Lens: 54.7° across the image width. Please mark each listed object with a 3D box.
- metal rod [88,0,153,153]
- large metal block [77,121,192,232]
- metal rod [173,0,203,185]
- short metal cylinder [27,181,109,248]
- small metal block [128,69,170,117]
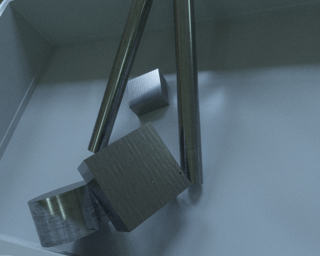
[{"bbox_3d":[-0.042,-0.107,0.409,0.025,0.025,0.298,26,102,36],"label":"metal rod"},{"bbox_3d":[-0.028,0.052,0.329,0.081,0.050,0.080,-32,87,-27],"label":"large metal block"},{"bbox_3d":[0.030,-0.085,0.363,0.025,0.025,0.298,-5,84,25],"label":"metal rod"},{"bbox_3d":[-0.103,0.094,0.356,0.080,0.080,0.050,-18,89,17],"label":"short metal cylinder"},{"bbox_3d":[-0.017,-0.051,0.444,0.050,0.025,0.050,-20,54,16],"label":"small metal block"}]
